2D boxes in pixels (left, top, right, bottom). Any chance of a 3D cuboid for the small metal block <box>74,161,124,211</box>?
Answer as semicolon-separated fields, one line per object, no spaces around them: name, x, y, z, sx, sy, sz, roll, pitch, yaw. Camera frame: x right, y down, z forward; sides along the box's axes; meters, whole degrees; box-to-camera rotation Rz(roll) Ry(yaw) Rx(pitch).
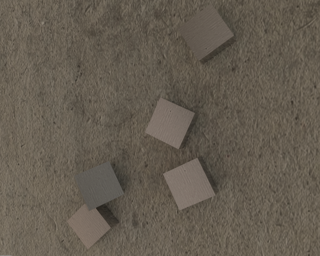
small metal block;-0.084;0.080;0.425;0.050;0.025;0.050;-23;80;-22

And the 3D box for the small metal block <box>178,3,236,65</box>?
small metal block;0.059;-0.117;0.388;0.050;0.025;0.050;-34;79;16

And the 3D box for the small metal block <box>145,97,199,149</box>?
small metal block;0.016;-0.006;0.403;0.050;0.025;0.050;26;99;18

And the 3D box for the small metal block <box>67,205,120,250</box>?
small metal block;-0.095;0.134;0.443;0.050;0.025;0.050;-45;76;14

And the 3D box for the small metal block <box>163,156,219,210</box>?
small metal block;0.040;0.070;0.395;0.050;0.025;0.050;-28;81;18
